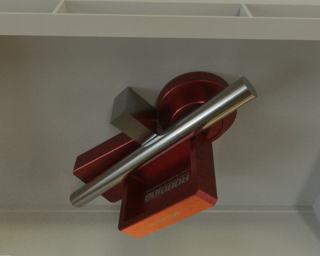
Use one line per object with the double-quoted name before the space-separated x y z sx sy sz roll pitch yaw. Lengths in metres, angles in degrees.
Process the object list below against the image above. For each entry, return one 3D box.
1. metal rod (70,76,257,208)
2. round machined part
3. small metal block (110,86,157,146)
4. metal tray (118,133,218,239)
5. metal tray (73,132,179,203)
"metal rod" -0.017 0.033 0.383 0.299 0.025 0.025 -35 123 30
"round machined part" 0.046 -0.017 0.382 0.099 0.042 0.097 -1 130 0
"small metal block" -0.030 -0.015 0.378 0.025 0.050 0.050 -37 121 27
"metal tray" 0.006 0.069 0.374 0.030 0.090 0.130 34 128 -29
"metal tray" -0.047 0.053 0.449 0.130 0.030 0.090 -28 125 21
